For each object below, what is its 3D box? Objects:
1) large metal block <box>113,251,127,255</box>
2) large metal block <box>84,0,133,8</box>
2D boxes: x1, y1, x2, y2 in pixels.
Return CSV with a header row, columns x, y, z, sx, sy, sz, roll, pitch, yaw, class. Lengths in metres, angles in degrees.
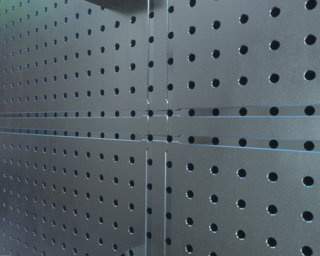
x,y,z,sx,sy,sz,roll,pitch,yaw,class
-0.080,0.241,0.461,0.080,0.050,0.080,-38,67,33,large metal block
-0.071,-0.230,0.453,0.080,0.050,0.080,3,92,40,large metal block
